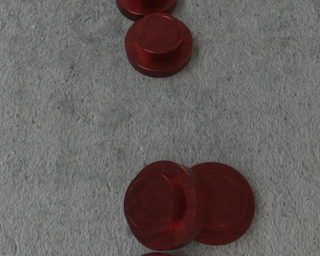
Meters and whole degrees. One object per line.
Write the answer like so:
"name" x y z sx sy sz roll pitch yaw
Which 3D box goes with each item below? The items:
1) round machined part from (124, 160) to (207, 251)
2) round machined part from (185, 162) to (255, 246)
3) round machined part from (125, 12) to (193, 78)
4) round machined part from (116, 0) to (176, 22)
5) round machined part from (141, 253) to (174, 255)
"round machined part" -0.001 0.084 0.343 0.098 0.042 0.098 -13 67 33
"round machined part" 0.064 0.088 0.367 0.099 0.042 0.098 0 70 0
"round machined part" -0.001 -0.125 0.445 0.099 0.042 0.098 0 70 0
"round machined part" -0.022 -0.215 0.477 0.099 0.042 0.098 0 70 0
"round machined part" -0.004 0.186 0.331 0.099 0.042 0.098 0 70 0
